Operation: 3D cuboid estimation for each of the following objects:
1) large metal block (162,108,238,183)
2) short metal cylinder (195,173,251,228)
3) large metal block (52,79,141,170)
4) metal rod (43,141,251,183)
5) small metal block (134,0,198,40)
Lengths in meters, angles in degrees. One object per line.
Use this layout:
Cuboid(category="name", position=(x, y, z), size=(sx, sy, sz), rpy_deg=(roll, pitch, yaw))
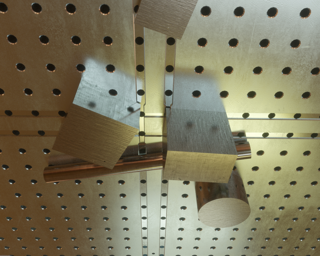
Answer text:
Cuboid(category="large metal block", position=(0.046, 0.021, 0.394), size=(0.081, 0.080, 0.050), rpy_deg=(4, 130, -4))
Cuboid(category="short metal cylinder", position=(0.099, 0.116, 0.496), size=(0.081, 0.050, 0.079), rpy_deg=(-1, 130, 0))
Cuboid(category="large metal block", position=(-0.079, -0.002, 0.392), size=(0.080, 0.050, 0.080), rpy_deg=(22, 127, -18))
Cuboid(category="metal rod", position=(-0.022, 0.051, 0.454), size=(0.302, 0.025, 0.025), rpy_deg=(-8, 130, 6))
Cuboid(category="small metal block", position=(0.006, -0.123, 0.307), size=(0.050, 0.025, 0.050), rpy_deg=(15, 128, -13))
